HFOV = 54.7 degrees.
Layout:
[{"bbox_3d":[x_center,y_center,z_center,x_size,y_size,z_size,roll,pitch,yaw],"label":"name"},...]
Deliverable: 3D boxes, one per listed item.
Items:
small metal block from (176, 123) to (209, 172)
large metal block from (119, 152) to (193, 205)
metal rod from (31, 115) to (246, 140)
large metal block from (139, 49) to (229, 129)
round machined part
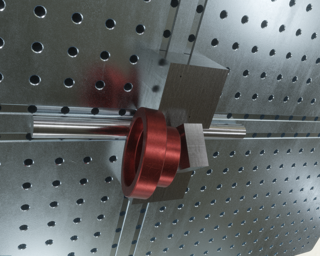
[{"bbox_3d":[0.029,0.025,0.370,0.025,0.050,0.050,1,74,-29],"label":"small metal block"},{"bbox_3d":[-0.003,0.054,0.427,0.081,0.050,0.079,1,118,-29],"label":"large metal block"},{"bbox_3d":[-0.007,0.002,0.409,0.303,0.025,0.025,2,118,-29],"label":"metal rod"},{"bbox_3d":[0.027,-0.046,0.381,0.081,0.050,0.079,0,118,-29],"label":"large metal block"},{"bbox_3d":[-0.009,0.029,0.339,0.042,0.098,0.097,11,114,-17],"label":"round machined part"}]
